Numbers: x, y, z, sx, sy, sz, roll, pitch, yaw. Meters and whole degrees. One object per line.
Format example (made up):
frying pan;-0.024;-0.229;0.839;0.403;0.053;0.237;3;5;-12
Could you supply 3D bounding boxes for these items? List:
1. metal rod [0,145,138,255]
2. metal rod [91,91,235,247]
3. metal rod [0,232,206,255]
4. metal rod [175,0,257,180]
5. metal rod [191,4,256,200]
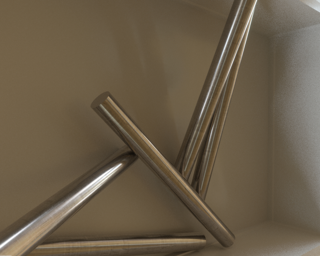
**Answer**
metal rod;-0.092;0.073;0.246;0.301;0.025;0.025;-37;116;-63
metal rod;0.020;0.070;0.398;0.300;0.025;0.025;50;60;-30
metal rod;-0.054;0.138;0.362;0.302;0.025;0.025;14;81;-39
metal rod;0.069;-0.058;0.386;0.025;0.025;0.298;2;114;-40
metal rod;0.082;-0.032;0.418;0.025;0.025;0.298;-1;109;-40
